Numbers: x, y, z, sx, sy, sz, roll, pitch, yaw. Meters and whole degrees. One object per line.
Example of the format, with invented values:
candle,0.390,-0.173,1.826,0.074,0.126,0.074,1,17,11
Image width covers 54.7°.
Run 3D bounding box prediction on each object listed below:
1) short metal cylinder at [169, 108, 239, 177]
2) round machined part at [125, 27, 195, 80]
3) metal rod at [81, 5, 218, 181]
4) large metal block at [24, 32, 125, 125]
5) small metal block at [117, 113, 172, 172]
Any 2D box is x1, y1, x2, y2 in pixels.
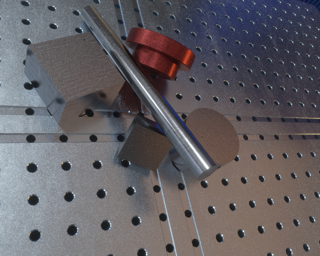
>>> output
short metal cylinder,0.057,0.020,0.413,0.081,0.050,0.080,14,56,-21
round machined part,-0.004,-0.099,0.434,0.099,0.098,0.042,22,93,-15
metal rod,-0.028,-0.062,0.388,0.025,0.025,0.300,-14,56,-34
large metal block,-0.104,-0.062,0.375,0.081,0.050,0.080,-28,77,-38
small metal block,-0.016,0.018,0.370,0.050,0.050,0.025,24,26,-14
